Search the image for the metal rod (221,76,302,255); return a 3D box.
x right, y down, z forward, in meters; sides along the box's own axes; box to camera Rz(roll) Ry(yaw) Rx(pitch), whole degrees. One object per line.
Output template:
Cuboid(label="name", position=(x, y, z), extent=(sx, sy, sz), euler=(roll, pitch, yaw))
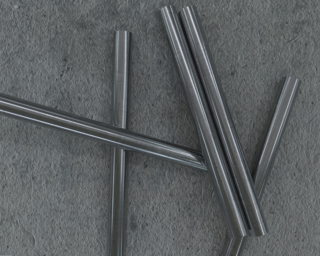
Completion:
Cuboid(label="metal rod", position=(0.126, 0.077, 0.410), extent=(0.025, 0.025, 0.299), euler=(19, 90, 0))

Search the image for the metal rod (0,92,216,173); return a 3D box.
Cuboid(label="metal rod", position=(-0.068, 0.007, 0.379), extent=(0.302, 0.025, 0.025), euler=(17, 90, -12))

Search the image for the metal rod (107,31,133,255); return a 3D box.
Cuboid(label="metal rod", position=(-0.053, 0.024, 0.409), extent=(0.025, 0.025, 0.298), euler=(2, 90, 0))

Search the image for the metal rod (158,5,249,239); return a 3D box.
Cuboid(label="metal rod", position=(0.052, -0.013, 0.391), extent=(0.025, 0.025, 0.299), euler=(-17, 83, 0))

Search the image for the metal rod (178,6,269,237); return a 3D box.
Cuboid(label="metal rod", position=(0.079, -0.013, 0.396), extent=(0.025, 0.025, 0.299), euler=(-17, 85, 0))
